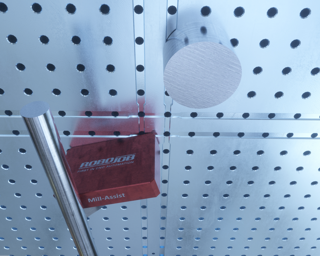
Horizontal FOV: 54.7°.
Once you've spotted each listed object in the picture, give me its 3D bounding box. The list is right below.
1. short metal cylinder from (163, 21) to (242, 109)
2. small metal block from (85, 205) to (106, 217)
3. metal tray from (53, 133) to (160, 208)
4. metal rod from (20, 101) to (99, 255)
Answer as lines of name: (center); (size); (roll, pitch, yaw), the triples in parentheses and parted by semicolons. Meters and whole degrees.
short metal cylinder: (0.044, -0.068, 0.338); (0.081, 0.050, 0.079); (0, 130, 0)
small metal block: (-0.107, 0.105, 0.483); (0.050, 0.050, 0.025); (-36, 122, 26)
metal tray: (-0.067, 0.057, 0.416); (0.131, 0.090, 0.030); (-11, 129, 8)
metal rod: (-0.106, 0.096, 0.372); (0.025, 0.025, 0.298); (-2, 130, 1)
